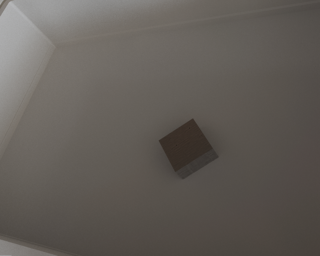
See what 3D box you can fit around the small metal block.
[{"bbox_3d":[0.034,0.025,0.372,0.050,0.025,0.050,-33,52,6],"label":"small metal block"}]
